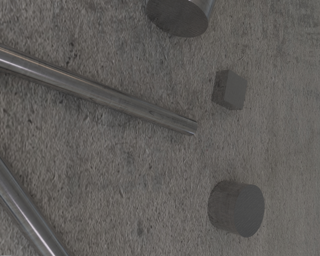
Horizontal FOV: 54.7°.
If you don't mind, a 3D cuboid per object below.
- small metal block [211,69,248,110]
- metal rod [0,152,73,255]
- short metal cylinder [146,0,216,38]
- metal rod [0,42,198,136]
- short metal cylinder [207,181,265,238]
[{"bbox_3d":[0.112,-0.060,0.499,0.050,0.025,0.050,20,77,-38],"label":"small metal block"},{"bbox_3d":[-0.132,0.076,0.294,0.025,0.025,0.299,-39,114,-33],"label":"metal rod"},{"bbox_3d":[0.029,-0.160,0.393,0.080,0.080,0.050,30,71,-36],"label":"short metal cylinder"},{"bbox_3d":[-0.068,-0.038,0.347,0.302,0.025,0.025,19,78,-38],"label":"metal rod"},{"bbox_3d":[0.121,0.126,0.490,0.081,0.050,0.079,0,90,-40],"label":"short metal cylinder"}]
